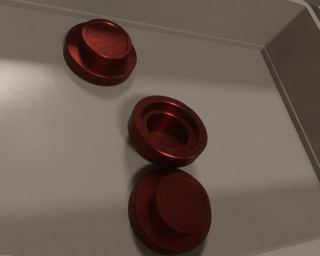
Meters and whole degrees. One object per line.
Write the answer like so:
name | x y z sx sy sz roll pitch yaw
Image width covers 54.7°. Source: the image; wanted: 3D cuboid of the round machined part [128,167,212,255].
round machined part | 0.017 0.089 0.351 0.099 0.042 0.098 14 56 -21

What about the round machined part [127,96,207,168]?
round machined part | 0.006 0.009 0.387 0.099 0.042 0.098 16 45 -16

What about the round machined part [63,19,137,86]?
round machined part | -0.077 -0.108 0.420 0.099 0.042 0.098 14 56 -21
